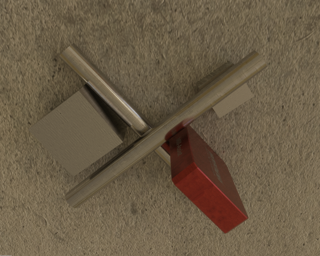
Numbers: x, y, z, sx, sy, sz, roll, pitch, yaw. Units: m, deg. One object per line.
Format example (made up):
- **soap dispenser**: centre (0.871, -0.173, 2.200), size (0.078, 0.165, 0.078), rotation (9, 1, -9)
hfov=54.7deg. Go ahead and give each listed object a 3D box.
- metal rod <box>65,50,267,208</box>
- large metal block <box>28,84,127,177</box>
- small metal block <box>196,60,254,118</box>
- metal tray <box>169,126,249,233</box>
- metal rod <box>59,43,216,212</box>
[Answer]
- **metal rod**: centre (-0.001, 0.009, 0.387), size (0.300, 0.025, 0.025), rotation (-37, 106, 12)
- **large metal block**: centre (-0.101, 0.001, 0.395), size (0.080, 0.050, 0.080), rotation (-35, 107, 11)
- **small metal block**: centre (0.082, -0.049, 0.394), size (0.050, 0.025, 0.050), rotation (-34, 107, 11)
- **metal tray**: centre (0.053, 0.052, 0.374), size (0.030, 0.130, 0.090), rotation (-41, 105, 14)
- **metal rod**: centre (-0.013, 0.010, 0.415), size (0.025, 0.025, 0.300), rotation (-40, 106, 13)
